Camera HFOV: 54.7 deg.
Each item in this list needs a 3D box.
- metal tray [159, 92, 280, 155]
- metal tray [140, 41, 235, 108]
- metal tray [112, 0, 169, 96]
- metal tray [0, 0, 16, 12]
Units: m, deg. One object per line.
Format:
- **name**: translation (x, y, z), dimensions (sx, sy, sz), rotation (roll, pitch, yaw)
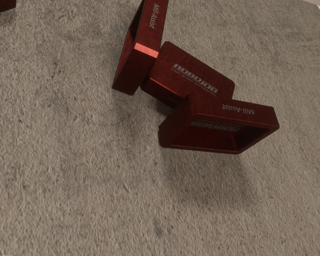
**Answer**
- **metal tray**: translation (0.075, -0.001, 0.405), dimensions (0.131, 0.090, 0.030), rotation (7, 59, -25)
- **metal tray**: translation (0.046, -0.064, 0.466), dimensions (0.131, 0.030, 0.090), rotation (30, 52, -10)
- **metal tray**: translation (-0.026, -0.120, 0.422), dimensions (0.030, 0.090, 0.130), rotation (20, 54, -17)
- **metal tray**: translation (-0.256, -0.191, 0.379), dimensions (0.130, 0.030, 0.090), rotation (44, 51, 2)
